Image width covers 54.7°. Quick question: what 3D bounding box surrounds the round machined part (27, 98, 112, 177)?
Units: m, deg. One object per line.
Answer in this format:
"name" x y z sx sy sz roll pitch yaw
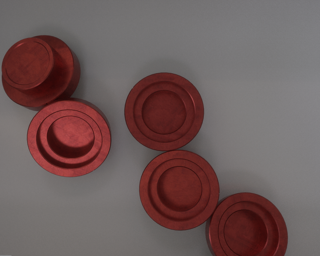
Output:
"round machined part" -0.111 0.009 0.393 0.099 0.042 0.097 -2 106 -8

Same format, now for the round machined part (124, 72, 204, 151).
"round machined part" 0.005 -0.020 0.402 0.099 0.042 0.097 0 89 0

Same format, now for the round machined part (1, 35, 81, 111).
"round machined part" -0.155 -0.073 0.389 0.098 0.042 0.098 -2 76 9

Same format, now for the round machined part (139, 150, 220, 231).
"round machined part" 0.026 0.077 0.398 0.098 0.042 0.097 -1 85 8

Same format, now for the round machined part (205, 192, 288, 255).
"round machined part" 0.106 0.133 0.395 0.099 0.042 0.098 2 73 -6
